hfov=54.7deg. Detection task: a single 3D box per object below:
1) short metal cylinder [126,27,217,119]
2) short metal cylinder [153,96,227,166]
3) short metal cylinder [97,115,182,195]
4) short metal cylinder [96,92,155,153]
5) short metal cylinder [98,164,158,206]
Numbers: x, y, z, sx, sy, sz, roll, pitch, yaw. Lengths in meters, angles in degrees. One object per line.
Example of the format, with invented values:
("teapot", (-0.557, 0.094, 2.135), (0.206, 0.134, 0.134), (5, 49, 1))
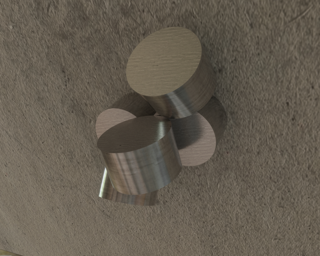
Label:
("short metal cylinder", (0.013, -0.056, 0.321), (0.080, 0.080, 0.050), (1, 157, 27))
("short metal cylinder", (0.035, -0.001, 0.371), (0.080, 0.050, 0.079), (13, 124, 20))
("short metal cylinder", (-0.021, 0.027, 0.334), (0.080, 0.080, 0.050), (-1, 118, 28))
("short metal cylinder", (-0.037, -0.001, 0.409), (0.080, 0.050, 0.079), (13, 124, 20))
("short metal cylinder", (-0.041, 0.074, 0.430), (0.080, 0.080, 0.050), (7, 83, 24))
